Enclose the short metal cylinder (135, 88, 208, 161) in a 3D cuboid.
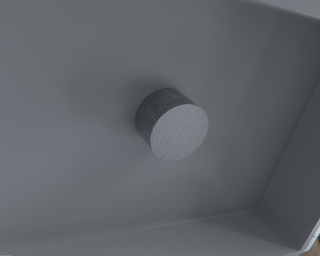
[{"bbox_3d":[0.015,-0.005,0.399,0.081,0.050,0.079,-14,125,-21],"label":"short metal cylinder"}]
